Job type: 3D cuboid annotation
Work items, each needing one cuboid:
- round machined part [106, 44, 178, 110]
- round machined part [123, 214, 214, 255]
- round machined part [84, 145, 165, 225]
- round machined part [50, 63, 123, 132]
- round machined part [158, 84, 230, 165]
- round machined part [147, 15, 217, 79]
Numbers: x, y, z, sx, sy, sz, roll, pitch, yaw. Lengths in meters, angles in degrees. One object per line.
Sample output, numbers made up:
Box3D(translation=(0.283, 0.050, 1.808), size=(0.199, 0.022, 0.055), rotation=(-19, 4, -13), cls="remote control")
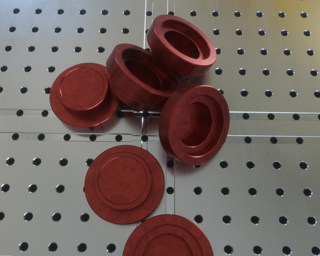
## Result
Box3D(translation=(-0.027, -0.062, 0.407), size=(0.098, 0.042, 0.098), rotation=(28, 35, -21), cls="round machined part")
Box3D(translation=(0.009, 0.149, 0.349), size=(0.099, 0.042, 0.098), rotation=(0, 70, 0), cls="round machined part")
Box3D(translation=(-0.043, 0.067, 0.378), size=(0.099, 0.042, 0.098), rotation=(0, 70, 0), cls="round machined part")
Box3D(translation=(-0.100, -0.047, 0.419), size=(0.099, 0.042, 0.098), rotation=(0, 70, 0), cls="round machined part")
Box3D(translation=(0.038, -0.006, 0.387), size=(0.098, 0.098, 0.042), rotation=(-51, 34, -16), cls="round machined part")
Box3D(translation=(0.025, -0.106, 0.426), size=(0.099, 0.042, 0.098), rotation=(19, 46, -21), cls="round machined part")
